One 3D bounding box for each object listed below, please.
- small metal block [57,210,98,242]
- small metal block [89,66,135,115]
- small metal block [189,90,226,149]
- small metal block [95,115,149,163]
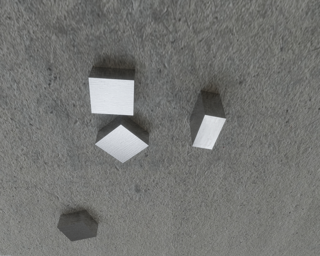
[{"bbox_3d":[-0.146,0.176,0.555,0.050,0.025,0.050,-15,129,12],"label":"small metal block"},{"bbox_3d":[-0.056,-0.044,0.369,0.050,0.025,0.050,3,130,-3],"label":"small metal block"},{"bbox_3d":[0.057,-0.010,0.383,0.025,0.050,0.050,10,130,-8],"label":"small metal block"},{"bbox_3d":[-0.050,0.014,0.419,0.050,0.025,0.050,-35,122,26],"label":"small metal block"}]
